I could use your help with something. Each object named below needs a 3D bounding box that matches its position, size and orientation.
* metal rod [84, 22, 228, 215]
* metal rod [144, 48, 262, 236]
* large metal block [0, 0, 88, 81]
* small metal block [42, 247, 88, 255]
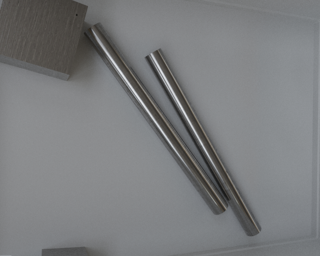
[{"bbox_3d":[0.002,-0.003,0.412,0.025,0.025,0.299,-39,103,-16],"label":"metal rod"},{"bbox_3d":[0.065,0.027,0.436,0.025,0.025,0.299,-34,101,-17],"label":"metal rod"},{"bbox_3d":[-0.134,-0.106,0.348,0.081,0.050,0.080,15,85,-20],"label":"large metal block"},{"bbox_3d":[-0.111,0.160,0.357,0.050,0.050,0.025,5,89,-20],"label":"small metal block"}]
